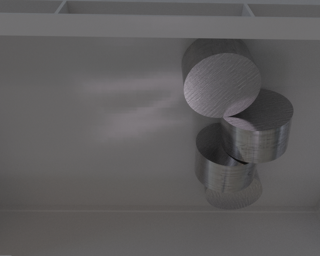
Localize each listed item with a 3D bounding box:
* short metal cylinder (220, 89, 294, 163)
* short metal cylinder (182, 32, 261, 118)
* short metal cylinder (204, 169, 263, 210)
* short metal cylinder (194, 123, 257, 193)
[{"bbox_3d":[0.113,-0.004,0.370,0.080,0.080,0.050,-6,130,5],"label":"short metal cylinder"},{"bbox_3d":[0.065,-0.058,0.343,0.080,0.050,0.079,0,130,0],"label":"short metal cylinder"},{"bbox_3d":[0.105,0.077,0.459,0.081,0.050,0.079,0,130,0],"label":"short metal cylinder"},{"bbox_3d":[0.086,0.037,0.406,0.080,0.080,0.050,-1,130,1],"label":"short metal cylinder"}]
